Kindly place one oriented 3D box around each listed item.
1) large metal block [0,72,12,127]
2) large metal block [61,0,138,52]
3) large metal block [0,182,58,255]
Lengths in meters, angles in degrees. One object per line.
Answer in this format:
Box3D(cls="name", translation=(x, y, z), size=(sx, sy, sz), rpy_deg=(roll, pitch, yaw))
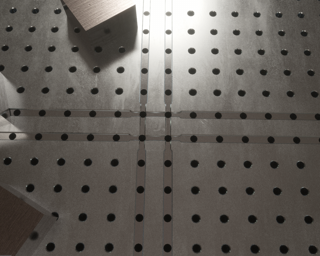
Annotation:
Box3D(cls="large metal block", translation=(-0.254, -0.038, 0.409), size=(0.081, 0.050, 0.080), rpy_deg=(-17, 71, -7))
Box3D(cls="large metal block", translation=(-0.090, -0.175, 0.461), size=(0.080, 0.050, 0.080), rpy_deg=(-33, 74, -12))
Box3D(cls="large metal block", translation=(-0.181, 0.115, 0.354), size=(0.080, 0.050, 0.080), rpy_deg=(29, 72, 10))
